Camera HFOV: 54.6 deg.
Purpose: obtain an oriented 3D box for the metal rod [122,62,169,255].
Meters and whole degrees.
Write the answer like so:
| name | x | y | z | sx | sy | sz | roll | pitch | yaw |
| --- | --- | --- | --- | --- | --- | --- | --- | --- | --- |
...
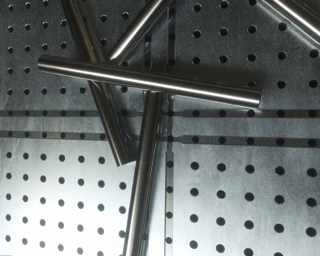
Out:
| name | x | y | z | sx | sy | sz | roll | pitch | yaw |
| --- | --- | --- | --- | --- | --- | --- | --- | --- | --- |
| metal rod | -0.022 | 0.062 | 0.420 | 0.025 | 0.025 | 0.298 | 10 | 93 | 20 |

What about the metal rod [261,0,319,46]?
| name | x | y | z | sx | sy | sz | roll | pitch | yaw |
| --- | --- | --- | --- | --- | --- | --- | --- | --- | --- |
| metal rod | 0.146 | -0.144 | 0.361 | 0.300 | 0.025 | 0.025 | 46 | 104 | 14 |

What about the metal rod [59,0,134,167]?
| name | x | y | z | sx | sy | sz | roll | pitch | yaw |
| --- | --- | --- | --- | --- | --- | --- | --- | --- | --- |
| metal rod | -0.099 | -0.089 | 0.448 | 0.025 | 0.025 | 0.299 | -23 | 83 | 18 |

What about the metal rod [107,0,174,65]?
| name | x | y | z | sx | sy | sz | roll | pitch | yaw |
| --- | --- | --- | --- | --- | --- | --- | --- | --- | --- |
| metal rod | 0.032 | -0.196 | 0.379 | 0.299 | 0.025 | 0.025 | -46 | 76 | 22 |

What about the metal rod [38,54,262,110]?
| name | x | y | z | sx | sy | sz | roll | pitch | yaw |
| --- | --- | --- | --- | --- | --- | --- | --- | --- | --- |
| metal rod | -0.027 | -0.062 | 0.394 | 0.301 | 0.025 | 0.025 | 12 | 94 | 19 |
